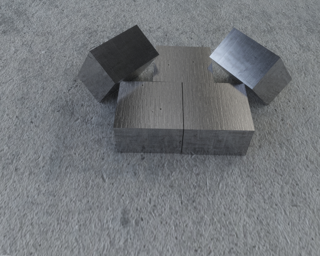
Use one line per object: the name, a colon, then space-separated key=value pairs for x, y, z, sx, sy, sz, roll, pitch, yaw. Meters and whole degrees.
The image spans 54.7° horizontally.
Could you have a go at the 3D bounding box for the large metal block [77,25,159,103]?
large metal block: x=-0.060 y=-0.087 z=0.433 sx=0.080 sy=0.080 sz=0.050 roll=-40 pitch=95 yaw=-28

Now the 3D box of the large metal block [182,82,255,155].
large metal block: x=0.069 y=-0.013 z=0.397 sx=0.081 sy=0.050 sz=0.080 roll=1 pitch=50 yaw=0

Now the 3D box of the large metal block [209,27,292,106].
large metal block: x=0.128 y=-0.084 z=0.433 sx=0.050 sy=0.080 sz=0.080 roll=-50 pitch=58 yaw=12

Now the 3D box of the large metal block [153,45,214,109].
large metal block: x=0.032 y=-0.075 z=0.452 sx=0.081 sy=0.050 sz=0.080 roll=2 pitch=50 yaw=1

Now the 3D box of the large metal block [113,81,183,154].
large metal block: x=-0.013 y=-0.014 z=0.400 sx=0.081 sy=0.050 sz=0.080 roll=1 pitch=50 yaw=0
